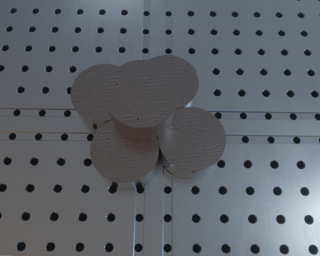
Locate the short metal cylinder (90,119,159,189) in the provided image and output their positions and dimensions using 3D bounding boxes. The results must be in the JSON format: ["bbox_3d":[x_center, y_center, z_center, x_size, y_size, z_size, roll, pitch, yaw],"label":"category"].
[{"bbox_3d":[-0.041,0.033,0.385,0.081,0.050,0.080,0,70,0],"label":"short metal cylinder"}]

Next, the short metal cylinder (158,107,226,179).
[{"bbox_3d":[0.038,0.020,0.391,0.081,0.050,0.080,0,70,0],"label":"short metal cylinder"}]

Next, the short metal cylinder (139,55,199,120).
[{"bbox_3d":[0.009,-0.050,0.416,0.081,0.050,0.080,0,70,0],"label":"short metal cylinder"}]

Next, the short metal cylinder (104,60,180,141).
[{"bbox_3d":[-0.020,-0.030,0.354,0.081,0.050,0.080,0,71,-1],"label":"short metal cylinder"}]

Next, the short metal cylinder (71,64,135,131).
[{"bbox_3d":[-0.071,-0.037,0.410,0.081,0.050,0.080,0,70,0],"label":"short metal cylinder"}]
